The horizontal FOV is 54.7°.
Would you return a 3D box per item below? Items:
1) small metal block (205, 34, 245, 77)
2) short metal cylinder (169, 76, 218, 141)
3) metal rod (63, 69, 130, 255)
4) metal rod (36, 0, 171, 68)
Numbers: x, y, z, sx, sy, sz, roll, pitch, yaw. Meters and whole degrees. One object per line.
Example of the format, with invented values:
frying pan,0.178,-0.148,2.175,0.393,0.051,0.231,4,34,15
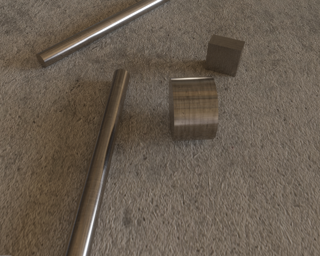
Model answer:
small metal block,0.100,-0.112,0.482,0.050,0.050,0.025,17,52,14
short metal cylinder,0.039,-0.024,0.388,0.050,0.080,0.080,-3,50,-2
metal rod,-0.070,0.035,0.373,0.025,0.025,0.300,4,50,3
metal rod,-0.085,-0.190,0.562,0.025,0.025,0.302,36,58,26
